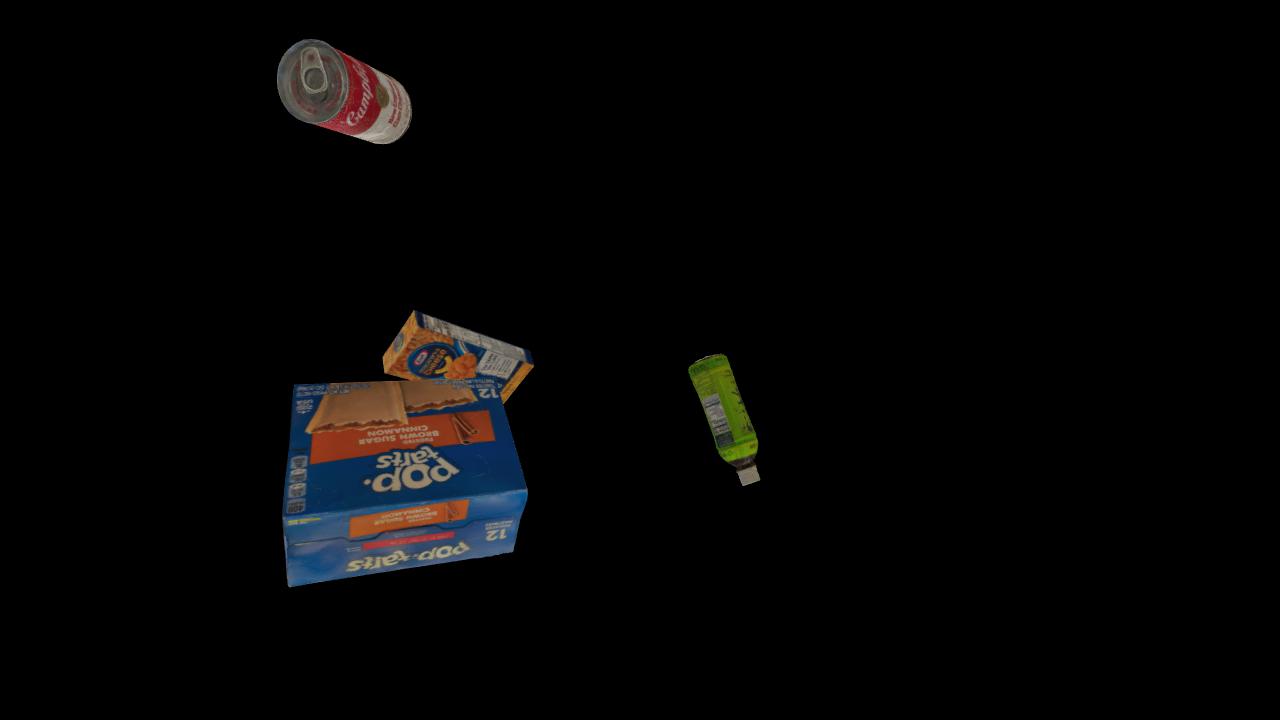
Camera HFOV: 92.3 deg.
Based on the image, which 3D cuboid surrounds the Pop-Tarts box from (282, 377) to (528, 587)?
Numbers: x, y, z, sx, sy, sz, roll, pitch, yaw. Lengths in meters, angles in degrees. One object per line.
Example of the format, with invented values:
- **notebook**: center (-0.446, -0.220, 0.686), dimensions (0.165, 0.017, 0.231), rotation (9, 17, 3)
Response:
- **Pop-Tarts box**: center (-0.193, 0.090, 0.506), dimensions (0.167, 0.083, 0.141), rotation (-2, 39, -24)

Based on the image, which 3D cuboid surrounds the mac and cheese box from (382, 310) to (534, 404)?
- **mac and cheese box**: center (-0.249, 0.002, 0.860), dimensions (0.184, 0.041, 0.093), rotation (21, -58, -41)

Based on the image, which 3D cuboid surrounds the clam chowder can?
- **clam chowder can**: center (-0.265, -0.240, 0.563), dimensions (0.068, 0.068, 0.102), rotation (0, 9, 10)

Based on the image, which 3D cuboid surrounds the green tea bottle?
- **green tea bottle**: center (0.142, 0.098, 0.996), dimensions (0.073, 0.212, 0.073), rotation (-16, -13, -4)
